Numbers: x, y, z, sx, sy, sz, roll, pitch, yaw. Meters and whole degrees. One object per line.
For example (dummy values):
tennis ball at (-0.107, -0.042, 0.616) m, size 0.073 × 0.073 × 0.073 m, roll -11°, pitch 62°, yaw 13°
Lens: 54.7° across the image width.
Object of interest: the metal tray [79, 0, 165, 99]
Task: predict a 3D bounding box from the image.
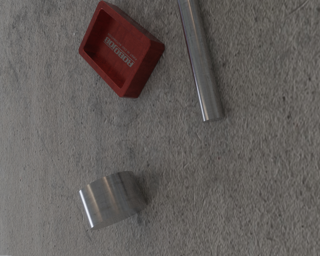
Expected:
metal tray at (-0.061, -0.115, 0.451) m, size 0.130 × 0.030 × 0.089 m, roll 46°, pitch 117°, yaw 30°

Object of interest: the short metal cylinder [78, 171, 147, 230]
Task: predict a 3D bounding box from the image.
short metal cylinder at (-0.064, 0.099, 0.422) m, size 0.080 × 0.081 × 0.050 m, roll -38°, pitch 67°, yaw 33°

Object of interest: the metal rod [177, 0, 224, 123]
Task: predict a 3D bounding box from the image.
metal rod at (0.033, -0.154, 0.377) m, size 0.025 × 0.025 × 0.299 m, roll -18°, pitch 79°, yaw 38°
